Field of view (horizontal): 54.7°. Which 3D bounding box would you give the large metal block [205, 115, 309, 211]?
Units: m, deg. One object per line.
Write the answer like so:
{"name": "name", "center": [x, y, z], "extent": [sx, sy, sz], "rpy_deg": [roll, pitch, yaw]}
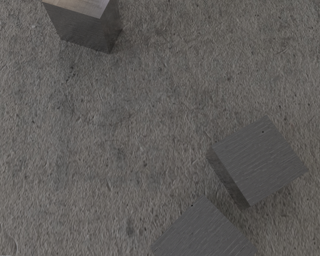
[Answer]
{"name": "large metal block", "center": [0.114, 0.043, 0.380], "extent": [0.080, 0.050, 0.080], "rpy_deg": [-28, 73, -10]}

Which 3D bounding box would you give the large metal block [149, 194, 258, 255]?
{"name": "large metal block", "center": [0.046, 0.134, 0.346], "extent": [0.080, 0.050, 0.080], "rpy_deg": [-42, 75, -14]}

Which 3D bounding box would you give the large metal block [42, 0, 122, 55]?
{"name": "large metal block", "center": [-0.104, -0.157, 0.435], "extent": [0.080, 0.080, 0.050], "rpy_deg": [19, 71, 6]}
